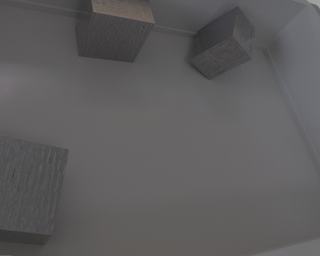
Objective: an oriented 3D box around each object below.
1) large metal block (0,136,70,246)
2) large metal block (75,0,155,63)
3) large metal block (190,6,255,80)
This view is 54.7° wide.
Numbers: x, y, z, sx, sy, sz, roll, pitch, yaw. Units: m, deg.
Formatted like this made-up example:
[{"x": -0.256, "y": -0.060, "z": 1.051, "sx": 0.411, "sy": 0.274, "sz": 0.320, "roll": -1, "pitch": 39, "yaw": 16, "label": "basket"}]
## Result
[{"x": -0.135, "y": 0.057, "z": 0.282, "sx": 0.081, "sy": 0.050, "sz": 0.080, "roll": 15, "pitch": 56, "yaw": -20, "label": "large metal block"}, {"x": -0.064, "y": -0.138, "z": 0.420, "sx": 0.081, "sy": 0.080, "sz": 0.050, "roll": 1, "pitch": 62, "yaw": -28, "label": "large metal block"}, {"x": 0.102, "y": -0.136, "z": 0.500, "sx": 0.050, "sy": 0.080, "sz": 0.080, "roll": 40, "pitch": 48, "yaw": -27, "label": "large metal block"}]
